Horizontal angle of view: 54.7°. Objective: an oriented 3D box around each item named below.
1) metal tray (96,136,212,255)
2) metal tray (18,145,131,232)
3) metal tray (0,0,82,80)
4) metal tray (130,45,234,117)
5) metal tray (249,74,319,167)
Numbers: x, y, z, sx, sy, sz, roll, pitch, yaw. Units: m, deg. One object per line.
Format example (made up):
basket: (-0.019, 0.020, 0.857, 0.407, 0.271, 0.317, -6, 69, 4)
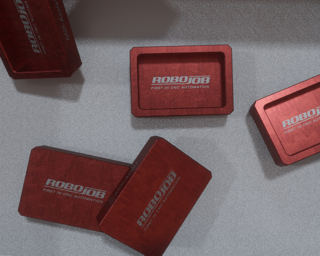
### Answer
metal tray: (-0.006, 0.086, 0.389, 0.090, 0.030, 0.130, 36, 83, -17)
metal tray: (-0.108, 0.080, 0.408, 0.131, 0.030, 0.089, 12, 90, -1)
metal tray: (-0.155, -0.122, 0.362, 0.090, 0.030, 0.129, 0, 126, 15)
metal tray: (0.028, -0.060, 0.409, 0.131, 0.030, 0.089, -2, 90, -1)
metal tray: (0.197, -0.015, 0.402, 0.131, 0.030, 0.090, -23, 79, -1)
